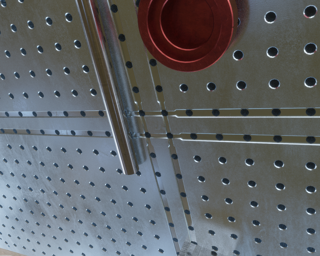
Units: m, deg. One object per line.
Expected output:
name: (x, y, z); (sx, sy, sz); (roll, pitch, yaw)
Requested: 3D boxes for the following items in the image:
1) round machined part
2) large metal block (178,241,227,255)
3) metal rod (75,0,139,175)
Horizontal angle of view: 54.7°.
round machined part: (0.031, -0.110, 0.315); (0.098, 0.042, 0.097); (13, 124, 20)
large metal block: (0.068, 0.244, 0.509); (0.080, 0.050, 0.079); (13, 124, 20)
metal rod: (-0.070, -0.066, 0.405); (0.025, 0.025, 0.298); (3, 120, 26)
